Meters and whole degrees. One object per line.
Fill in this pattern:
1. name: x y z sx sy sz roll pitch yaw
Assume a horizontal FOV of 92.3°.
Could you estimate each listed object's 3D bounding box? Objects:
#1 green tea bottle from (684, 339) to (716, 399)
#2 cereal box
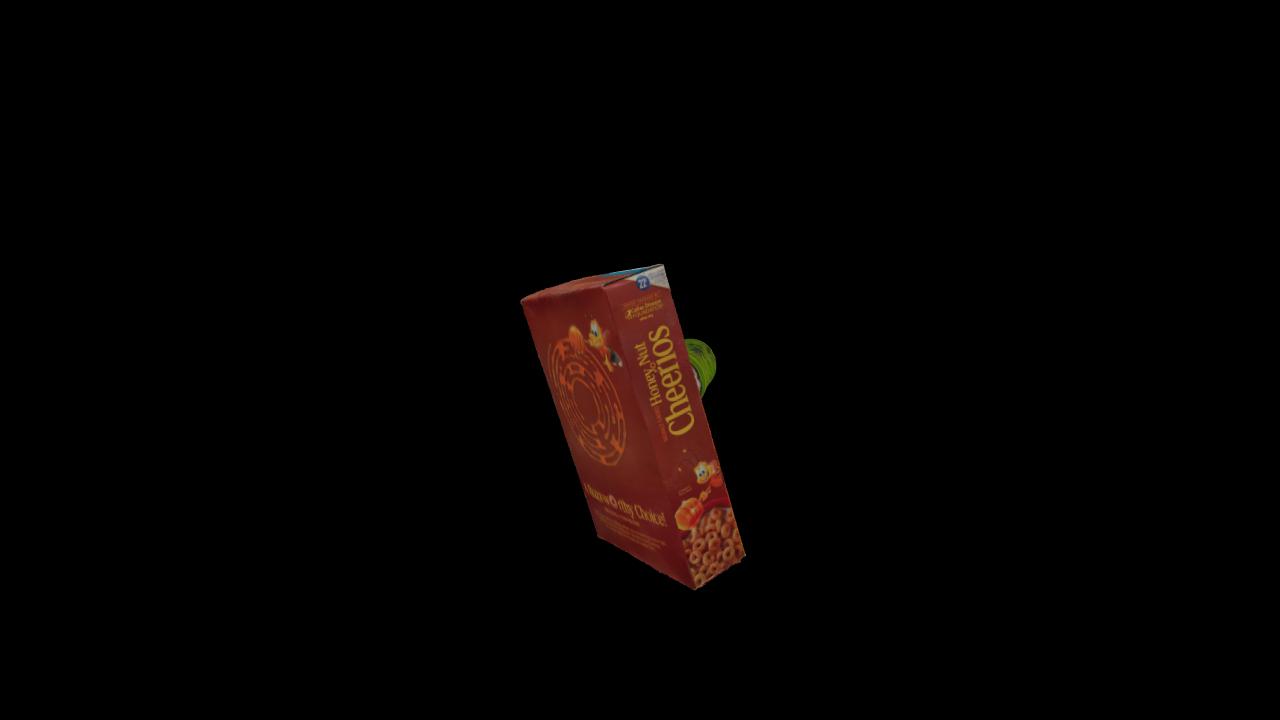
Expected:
1. green tea bottle: 0.055 0.013 0.750 0.073 0.073 0.212 0 7 12
2. cereal box: -0.014 0.062 0.646 0.081 0.306 0.203 -22 11 -30
